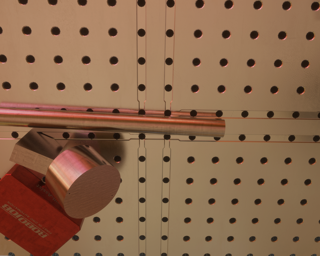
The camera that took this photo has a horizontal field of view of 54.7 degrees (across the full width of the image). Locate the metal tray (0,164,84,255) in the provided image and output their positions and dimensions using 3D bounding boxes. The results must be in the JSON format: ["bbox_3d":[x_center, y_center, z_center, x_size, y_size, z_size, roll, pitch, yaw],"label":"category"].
[{"bbox_3d":[-0.190,0.126,0.455,0.090,0.030,0.130,-43,105,14],"label":"metal tray"}]

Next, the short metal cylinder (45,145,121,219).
[{"bbox_3d":[-0.099,0.069,0.402,0.081,0.050,0.079,-28,135,-31],"label":"short metal cylinder"}]

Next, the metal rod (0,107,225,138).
[{"bbox_3d":[-0.066,-0.008,0.409,0.302,0.025,0.025,3,110,-2],"label":"metal rod"}]

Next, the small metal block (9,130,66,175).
[{"bbox_3d":[-0.160,0.032,0.410,0.050,0.050,0.025,25,108,-9],"label":"small metal block"}]
